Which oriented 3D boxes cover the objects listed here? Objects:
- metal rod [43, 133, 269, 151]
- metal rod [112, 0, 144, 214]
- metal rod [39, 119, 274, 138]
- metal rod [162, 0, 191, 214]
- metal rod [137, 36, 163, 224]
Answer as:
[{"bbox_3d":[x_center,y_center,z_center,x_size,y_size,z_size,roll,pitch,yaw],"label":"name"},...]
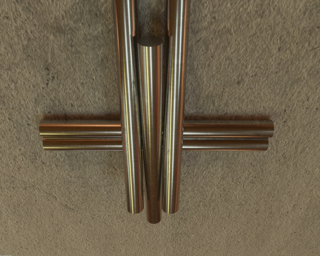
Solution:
[{"bbox_3d":[-0.005,0.019,0.426,0.302,0.025,0.025,0,130,-1],"label":"metal rod"},{"bbox_3d":[-0.035,-0.010,0.372,0.025,0.025,0.298,0,122,-1],"label":"metal rod"},{"bbox_3d":[-0.003,0.000,0.410,0.302,0.025,0.025,0,130,-1],"label":"metal rod"},{"bbox_3d":[0.016,-0.010,0.372,0.025,0.025,0.298,0,122,-1],"label":"metal rod"},{"bbox_3d":[-0.010,0.029,0.400,0.025,0.025,0.298,0,130,0],"label":"metal rod"}]
